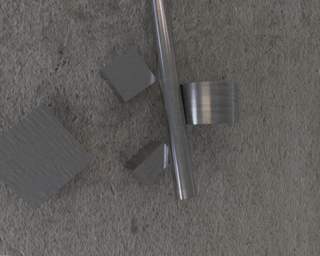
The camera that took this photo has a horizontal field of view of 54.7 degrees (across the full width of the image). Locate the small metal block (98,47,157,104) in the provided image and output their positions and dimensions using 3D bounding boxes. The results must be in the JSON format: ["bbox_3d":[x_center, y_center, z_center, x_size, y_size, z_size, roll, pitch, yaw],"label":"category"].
[{"bbox_3d":[-0.041,-0.066,0.394,0.050,0.025,0.050,-38,103,-16],"label":"small metal block"}]

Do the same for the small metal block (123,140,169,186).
[{"bbox_3d":[-0.014,0.042,0.391,0.050,0.050,0.025,-44,104,-15],"label":"small metal block"}]

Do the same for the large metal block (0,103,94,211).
[{"bbox_3d":[-0.135,0.030,0.346,0.080,0.050,0.080,-43,104,-15],"label":"large metal block"}]

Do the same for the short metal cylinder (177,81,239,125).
[{"bbox_3d":[0.061,-0.031,0.403,0.081,0.080,0.050,-2,91,-20],"label":"short metal cylinder"}]

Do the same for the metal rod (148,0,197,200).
[{"bbox_3d":[0.010,-0.065,0.381,0.025,0.025,0.299,-4,80,-20],"label":"metal rod"}]
